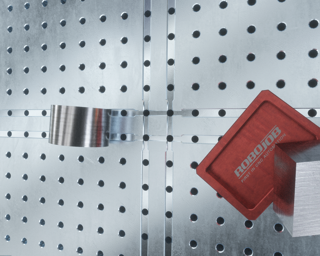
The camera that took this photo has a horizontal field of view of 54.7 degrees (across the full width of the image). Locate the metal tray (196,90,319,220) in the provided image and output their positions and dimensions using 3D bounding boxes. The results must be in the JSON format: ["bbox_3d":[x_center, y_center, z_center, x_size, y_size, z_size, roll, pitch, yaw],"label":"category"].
[{"bbox_3d":[0.118,0.031,0.368,0.090,0.030,0.130,41,103,15],"label":"metal tray"}]

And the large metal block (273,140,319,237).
[{"bbox_3d":[0.166,0.058,0.316,0.081,0.050,0.079,-5,108,-1],"label":"large metal block"}]

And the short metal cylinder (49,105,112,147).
[{"bbox_3d":[-0.107,-0.003,0.421,0.080,0.080,0.050,5,92,20],"label":"short metal cylinder"}]
